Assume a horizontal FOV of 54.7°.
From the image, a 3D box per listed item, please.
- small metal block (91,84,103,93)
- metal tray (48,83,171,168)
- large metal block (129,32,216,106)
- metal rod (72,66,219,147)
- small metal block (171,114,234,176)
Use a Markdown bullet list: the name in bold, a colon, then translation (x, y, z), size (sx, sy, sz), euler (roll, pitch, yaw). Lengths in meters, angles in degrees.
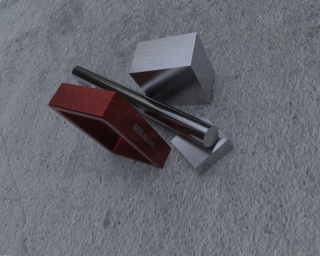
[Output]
- **small metal block**: translation (-0.082, -0.027, 0.447), size (0.025, 0.050, 0.050), euler (-39, 51, 2)
- **metal tray**: translation (-0.054, 0.000, 0.365), size (0.090, 0.130, 0.030), euler (13, 69, 33)
- **large metal block**: translation (0.019, -0.071, 0.401), size (0.080, 0.080, 0.050), euler (-2, 61, 27)
- **metal rod**: translation (-0.043, -0.043, 0.435), size (0.300, 0.025, 0.025), euler (28, 77, 42)
- **small metal block**: translation (0.050, 0.019, 0.367), size (0.050, 0.025, 0.050), euler (-41, 51, 0)
